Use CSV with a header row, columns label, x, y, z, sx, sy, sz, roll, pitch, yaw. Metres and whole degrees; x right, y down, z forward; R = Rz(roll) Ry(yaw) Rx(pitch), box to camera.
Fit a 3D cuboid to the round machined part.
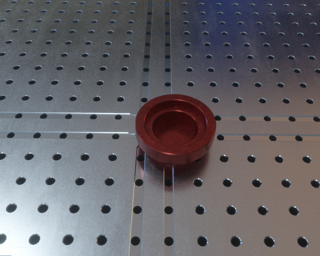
label,x,y,z,sx,sy,sz,roll,pitch,yaw
round machined part,0.019,0.006,0.392,0.099,0.042,0.098,0,50,0
